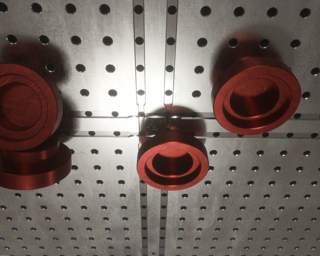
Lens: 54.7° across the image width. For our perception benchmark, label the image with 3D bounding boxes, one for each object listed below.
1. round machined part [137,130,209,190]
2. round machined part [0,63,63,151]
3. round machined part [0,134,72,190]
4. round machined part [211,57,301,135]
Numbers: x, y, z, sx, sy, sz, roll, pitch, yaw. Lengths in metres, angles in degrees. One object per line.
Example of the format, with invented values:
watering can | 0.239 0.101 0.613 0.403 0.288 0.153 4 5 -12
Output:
round machined part | 0.017 0.041 0.436 0.099 0.042 0.097 -1 130 0
round machined part | -0.162 -0.026 0.359 0.099 0.042 0.097 0 102 -2
round machined part | -0.164 0.034 0.393 0.099 0.098 0.042 4 113 -4
round machined part | 0.110 -0.041 0.367 0.099 0.042 0.097 -1 130 0
